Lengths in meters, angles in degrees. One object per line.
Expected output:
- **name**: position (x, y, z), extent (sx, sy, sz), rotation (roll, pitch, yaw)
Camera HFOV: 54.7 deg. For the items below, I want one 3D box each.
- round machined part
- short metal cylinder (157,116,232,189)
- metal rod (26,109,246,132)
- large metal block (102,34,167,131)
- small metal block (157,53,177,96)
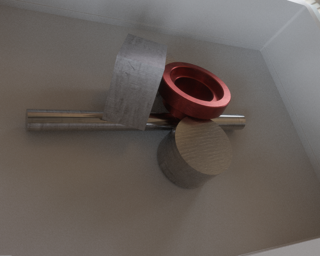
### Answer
- **round machined part**: position (0.042, -0.044, 0.420), extent (0.099, 0.042, 0.098), rotation (15, 39, -12)
- **short metal cylinder**: position (0.043, 0.030, 0.393), extent (0.081, 0.050, 0.080), rotation (14, 56, -21)
- **metal rod**: position (-0.010, -0.009, 0.403), extent (0.303, 0.025, 0.025), rotation (0, 62, -29)
- **large metal block**: position (-0.029, -0.056, 0.370), extent (0.050, 0.079, 0.080), rotation (16, 32, -6)
- **small metal block**: position (0.006, -0.080, 0.458), extent (0.050, 0.025, 0.050), rotation (-23, 75, -37)
